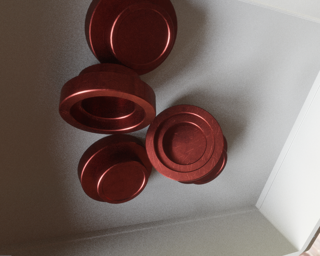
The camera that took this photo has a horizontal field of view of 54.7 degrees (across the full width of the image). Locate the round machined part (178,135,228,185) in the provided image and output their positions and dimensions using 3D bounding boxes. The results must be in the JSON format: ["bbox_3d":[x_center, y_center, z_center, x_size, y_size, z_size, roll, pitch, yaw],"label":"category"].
[{"bbox_3d":[0.060,0.045,0.461,0.099,0.042,0.097,-14,125,-21],"label":"round machined part"}]

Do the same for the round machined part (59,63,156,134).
[{"bbox_3d":[-0.054,-0.032,0.329,0.099,0.042,0.098,-2,155,-1],"label":"round machined part"}]

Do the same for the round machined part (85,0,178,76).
[{"bbox_3d":[-0.025,-0.099,0.324,0.099,0.042,0.097,-14,125,-21],"label":"round machined part"}]

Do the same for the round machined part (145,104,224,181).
[{"bbox_3d":[0.033,0.021,0.407,0.098,0.098,0.042,-40,167,-2],"label":"round machined part"}]

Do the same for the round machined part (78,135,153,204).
[{"bbox_3d":[-0.054,0.060,0.407,0.099,0.042,0.097,-14,125,-21],"label":"round machined part"}]
